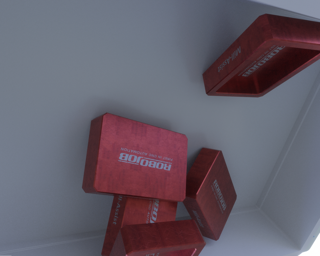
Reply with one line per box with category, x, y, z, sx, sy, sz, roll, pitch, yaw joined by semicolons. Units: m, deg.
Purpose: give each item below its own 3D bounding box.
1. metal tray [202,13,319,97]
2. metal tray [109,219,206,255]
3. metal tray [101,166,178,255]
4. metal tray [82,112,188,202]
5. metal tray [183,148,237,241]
metal tray;0.120;-0.077;0.368;0.091;0.030;0.129;0;161;-21
metal tray;-0.014;0.160;0.355;0.091;0.030;0.129;3;127;-26
metal tray;-0.020;0.113;0.416;0.090;0.030;0.130;28;63;-38
metal tray;-0.025;0.041;0.385;0.131;0.030;0.090;16;69;-35
metal tray;0.080;0.105;0.488;0.090;0.030;0.130;-55;137;-31
